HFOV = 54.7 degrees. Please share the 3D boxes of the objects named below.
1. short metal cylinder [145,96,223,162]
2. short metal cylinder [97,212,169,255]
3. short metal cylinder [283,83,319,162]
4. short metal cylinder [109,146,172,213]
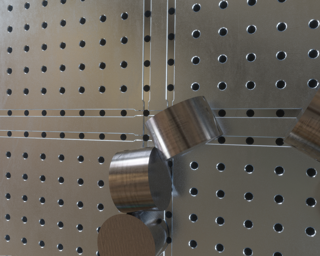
[{"bbox_3d":[0.029,0.002,0.373,0.080,0.080,0.050,-27,81,18],"label":"short metal cylinder"},{"bbox_3d":[-0.035,0.147,0.412,0.080,0.050,0.079,0,90,20],"label":"short metal cylinder"},{"bbox_3d":[0.173,-0.007,0.322,0.050,0.080,0.080,32,100,17],"label":"short metal cylinder"},{"bbox_3d":[-0.022,0.065,0.391,0.050,0.080,0.080,-9,87,20],"label":"short metal cylinder"}]
